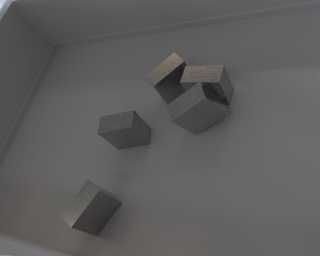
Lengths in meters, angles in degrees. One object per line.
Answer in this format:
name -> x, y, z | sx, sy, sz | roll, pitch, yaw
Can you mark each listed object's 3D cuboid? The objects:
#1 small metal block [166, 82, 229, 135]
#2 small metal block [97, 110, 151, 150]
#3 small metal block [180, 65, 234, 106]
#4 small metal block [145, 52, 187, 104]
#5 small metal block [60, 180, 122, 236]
small metal block -> 0.045, -0.022, 0.372 | 0.050, 0.050, 0.025 | -35, 50, 26
small metal block -> -0.046, 0.004, 0.411 | 0.050, 0.050, 0.025 | -10, 58, 23
small metal block -> 0.060, -0.053, 0.391 | 0.050, 0.050, 0.025 | 5, 64, 30
small metal block -> 0.016, -0.065, 0.421 | 0.050, 0.050, 0.025 | -40, 51, 1
small metal block -> -0.081, 0.097, 0.373 | 0.025, 0.050, 0.050 | 29, 78, 37
